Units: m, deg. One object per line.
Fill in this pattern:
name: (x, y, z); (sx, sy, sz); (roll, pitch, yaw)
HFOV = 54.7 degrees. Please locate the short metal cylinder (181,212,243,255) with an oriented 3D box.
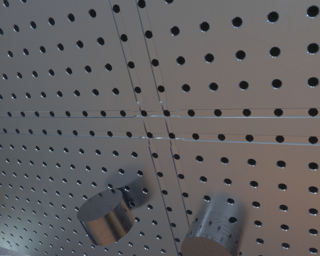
short metal cylinder: (0.078, 0.173, 0.461); (0.080, 0.050, 0.079); (13, 124, 21)

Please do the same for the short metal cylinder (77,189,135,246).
short metal cylinder: (-0.089, 0.146, 0.513); (0.080, 0.080, 0.050); (-10, 113, 32)
